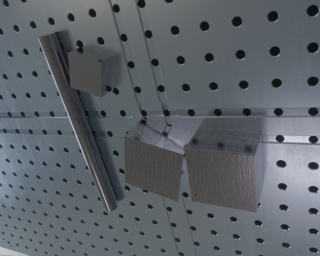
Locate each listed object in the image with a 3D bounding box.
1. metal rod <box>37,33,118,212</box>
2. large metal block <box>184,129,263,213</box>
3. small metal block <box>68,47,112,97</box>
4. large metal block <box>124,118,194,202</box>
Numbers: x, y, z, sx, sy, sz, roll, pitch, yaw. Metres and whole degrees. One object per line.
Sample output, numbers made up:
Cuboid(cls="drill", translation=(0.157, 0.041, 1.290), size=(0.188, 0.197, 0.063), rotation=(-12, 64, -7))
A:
Cuboid(cls="metal rod", translation=(-0.119, 0.006, 0.477), size=(0.025, 0.025, 0.298), rotation=(0, 119, 28))
Cuboid(cls="large metal block", translation=(0.081, 0.050, 0.383), size=(0.080, 0.050, 0.079), rotation=(4, 120, 26))
Cuboid(cls="small metal block", translation=(-0.093, -0.075, 0.414), size=(0.050, 0.025, 0.050), rotation=(19, 126, 17))
Cuboid(cls="large metal block", translation=(0.000, 0.042, 0.421), size=(0.080, 0.050, 0.079), rotation=(16, 125, 19))
